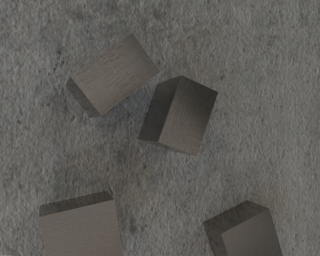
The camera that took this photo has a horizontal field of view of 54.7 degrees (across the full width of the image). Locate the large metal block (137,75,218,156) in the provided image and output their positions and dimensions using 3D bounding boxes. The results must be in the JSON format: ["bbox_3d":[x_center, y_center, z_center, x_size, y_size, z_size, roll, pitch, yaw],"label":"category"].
[{"bbox_3d":[0.019,-0.014,0.388,0.050,0.080,0.080,22,83,-19],"label":"large metal block"}]

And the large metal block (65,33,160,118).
[{"bbox_3d":[-0.058,-0.057,0.359,0.080,0.080,0.050,-40,103,-16],"label":"large metal block"}]

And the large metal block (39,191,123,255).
[{"bbox_3d":[-0.092,0.126,0.363,0.081,0.050,0.079,-9,93,-20],"label":"large metal block"}]

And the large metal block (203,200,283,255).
[{"bbox_3d":[0.119,0.161,0.442,0.081,0.050,0.080,-20,97,-19],"label":"large metal block"}]
